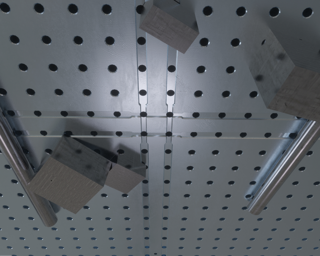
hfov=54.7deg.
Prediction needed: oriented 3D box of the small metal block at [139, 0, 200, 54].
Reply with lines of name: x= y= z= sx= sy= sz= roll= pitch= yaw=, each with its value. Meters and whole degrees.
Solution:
small metal block: x=0.009 y=-0.106 z=0.305 sx=0.050 sy=0.050 sz=0.025 roll=25 pitch=126 yaw=-20

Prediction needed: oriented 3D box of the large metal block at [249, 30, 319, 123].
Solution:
large metal block: x=0.152 y=-0.054 z=0.331 sx=0.081 sy=0.080 sz=0.050 roll=13 pitch=129 yaw=-11

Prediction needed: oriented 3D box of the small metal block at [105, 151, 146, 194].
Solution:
small metal block: x=-0.056 y=0.069 z=0.470 sx=0.050 sy=0.025 sz=0.050 roll=31 pitch=124 yaw=-24

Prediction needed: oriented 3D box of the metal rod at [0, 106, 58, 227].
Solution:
metal rod: x=-0.206 y=0.052 z=0.453 sx=0.025 sy=0.025 sz=0.298 roll=-4 pitch=130 yaw=3

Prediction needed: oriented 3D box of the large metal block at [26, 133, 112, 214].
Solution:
large metal block: x=-0.129 y=0.067 z=0.445 sx=0.080 sy=0.050 sz=0.080 roll=34 pitch=122 yaw=-17

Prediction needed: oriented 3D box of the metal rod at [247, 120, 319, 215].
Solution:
metal rod: x=0.196 y=0.028 z=0.437 sx=0.025 sy=0.025 sz=0.298 roll=10 pitch=130 yaw=-9
